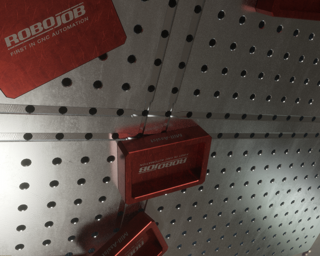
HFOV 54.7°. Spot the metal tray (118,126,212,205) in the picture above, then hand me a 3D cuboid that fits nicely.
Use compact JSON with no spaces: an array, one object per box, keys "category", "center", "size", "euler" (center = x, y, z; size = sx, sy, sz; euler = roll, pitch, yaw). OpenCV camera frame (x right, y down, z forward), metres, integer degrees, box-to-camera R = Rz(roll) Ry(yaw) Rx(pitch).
[{"category":"metal tray","center":[0.007,0.052,0.445],"size":[0.131,0.030,0.089],"euler":[-11,123,-23]}]

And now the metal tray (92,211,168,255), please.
[{"category":"metal tray","center":[-0.053,0.205,0.485],"size":[0.131,0.030,0.090],"euler":[-39,131,-22]}]

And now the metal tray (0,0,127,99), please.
[{"category":"metal tray","center":[-0.108,-0.096,0.290],"size":[0.131,0.030,0.090],"euler":[-30,129,-10]}]

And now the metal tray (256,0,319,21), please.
[{"category":"metal tray","center":[0.194,-0.189,0.399],"size":[0.131,0.030,0.089],"euler":[-6,121,-26]}]
